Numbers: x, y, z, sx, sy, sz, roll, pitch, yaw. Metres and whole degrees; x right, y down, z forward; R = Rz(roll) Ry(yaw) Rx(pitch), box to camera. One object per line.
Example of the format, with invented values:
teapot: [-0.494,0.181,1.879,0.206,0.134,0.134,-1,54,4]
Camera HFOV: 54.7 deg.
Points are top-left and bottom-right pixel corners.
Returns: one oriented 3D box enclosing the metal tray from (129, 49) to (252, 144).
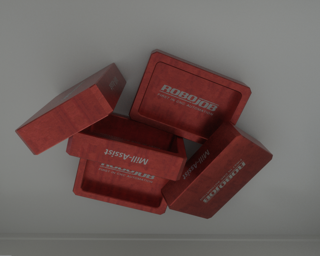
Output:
metal tray: [0.036,-0.035,0.395,0.131,0.030,0.089,20,109,-8]

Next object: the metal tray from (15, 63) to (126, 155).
metal tray: [-0.089,-0.028,0.341,0.090,0.130,0.030,-28,108,10]

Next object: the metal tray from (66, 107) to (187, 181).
metal tray: [-0.037,0.016,0.379,0.131,0.090,0.030,15,109,-6]

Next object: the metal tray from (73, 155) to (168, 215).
metal tray: [-0.045,0.062,0.428,0.131,0.030,0.089,15,109,-6]

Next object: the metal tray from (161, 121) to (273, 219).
metal tray: [0.075,0.061,0.409,0.090,0.030,0.130,27,110,-40]
